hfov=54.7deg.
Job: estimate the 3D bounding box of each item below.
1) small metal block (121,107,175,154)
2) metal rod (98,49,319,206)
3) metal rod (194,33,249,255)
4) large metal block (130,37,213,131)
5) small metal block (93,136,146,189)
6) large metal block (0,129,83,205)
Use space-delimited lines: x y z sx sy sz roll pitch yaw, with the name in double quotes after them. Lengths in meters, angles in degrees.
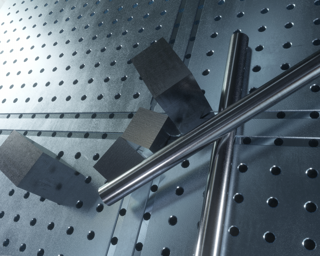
-0.016 0.004 0.414 0.050 0.025 0.050 20 72 35 "small metal block"
0.061 0.000 0.342 0.300 0.025 0.025 -33 52 7 "metal rod"
0.076 0.009 0.362 0.025 0.025 0.300 0 61 28 "metal rod"
0.015 -0.055 0.399 0.050 0.080 0.080 -34 51 6 "large metal block"
-0.046 0.047 0.389 0.050 0.025 0.050 40 88 12 "small metal block"
-0.169 0.055 0.428 0.080 0.080 0.050 25 76 37 "large metal block"
